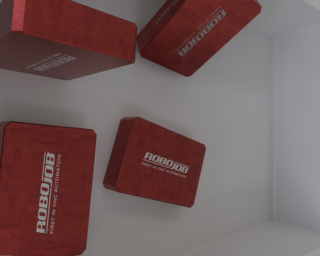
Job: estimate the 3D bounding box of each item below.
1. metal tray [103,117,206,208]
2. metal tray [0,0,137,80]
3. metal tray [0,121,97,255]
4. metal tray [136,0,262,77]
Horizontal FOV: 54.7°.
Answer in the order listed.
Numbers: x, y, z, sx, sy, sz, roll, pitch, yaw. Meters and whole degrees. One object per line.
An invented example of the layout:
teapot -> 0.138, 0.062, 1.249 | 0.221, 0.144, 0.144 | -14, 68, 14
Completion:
metal tray -> -0.001, 0.047, 0.402 | 0.131, 0.030, 0.090 | 23, 76, -38
metal tray -> -0.092, -0.069, 0.261 | 0.091, 0.130, 0.030 | 6, 87, -40
metal tray -> -0.115, 0.062, 0.307 | 0.091, 0.030, 0.129 | 7, 85, -40
metal tray -> 0.044, -0.126, 0.378 | 0.091, 0.129, 0.030 | 16, 47, -39
